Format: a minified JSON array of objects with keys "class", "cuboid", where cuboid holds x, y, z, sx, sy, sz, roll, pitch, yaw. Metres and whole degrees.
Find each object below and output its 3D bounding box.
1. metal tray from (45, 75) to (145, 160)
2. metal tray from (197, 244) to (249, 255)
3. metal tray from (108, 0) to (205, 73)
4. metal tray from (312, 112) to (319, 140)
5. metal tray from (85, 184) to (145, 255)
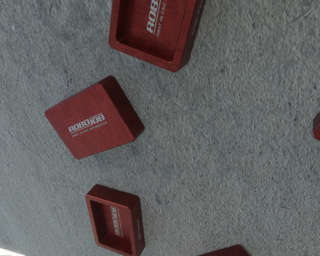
[{"class":"metal tray","cuboid":[-0.097,-0.010,0.448,0.130,0.030,0.090,-19,108,35]},{"class":"metal tray","cuboid":[0.072,0.235,0.472,0.030,0.090,0.129,49,129,-7]},{"class":"metal tray","cuboid":[-0.002,-0.134,0.321,0.090,0.030,0.129,24,127,13]},{"class":"metal tray","cuboid":[0.214,-0.025,0.275,0.090,0.030,0.129,29,128,9]},{"class":"metal tray","cuboid":[-0.077,0.167,0.547,0.090,0.030,0.129,10,123,22]}]
